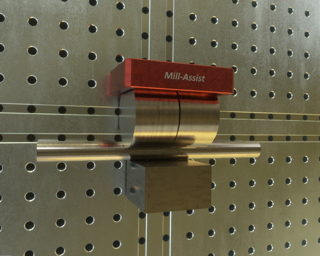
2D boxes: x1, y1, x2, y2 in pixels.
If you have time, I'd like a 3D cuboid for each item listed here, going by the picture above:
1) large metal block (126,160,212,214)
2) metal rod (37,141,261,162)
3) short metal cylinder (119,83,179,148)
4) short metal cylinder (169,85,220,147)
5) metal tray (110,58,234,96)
[{"bbox_3d":[0.008,0.067,0.382,0.081,0.080,0.050,1,90,-20],"label":"large metal block"},{"bbox_3d":[0.000,0.029,0.409,0.303,0.025,0.025,1,90,-20],"label":"metal rod"},{"bbox_3d":[-0.016,-0.016,0.375,0.050,0.080,0.079,1,90,-20],"label":"short metal cylinder"},{"bbox_3d":[0.033,-0.016,0.393,0.050,0.080,0.079,2,90,-20],"label":"short metal cylinder"},{"bbox_3d":[0.012,-0.056,0.378,0.131,0.090,0.030,1,90,-20],"label":"metal tray"}]
